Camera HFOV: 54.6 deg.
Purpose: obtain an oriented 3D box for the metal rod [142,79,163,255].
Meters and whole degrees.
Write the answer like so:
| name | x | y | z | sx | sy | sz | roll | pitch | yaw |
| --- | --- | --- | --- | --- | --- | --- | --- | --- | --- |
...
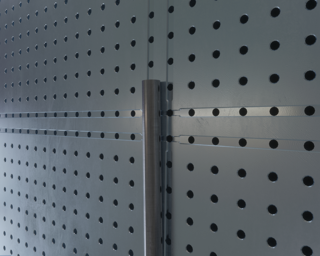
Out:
| name | x | y | z | sx | sy | sz | roll | pitch | yaw |
| --- | --- | --- | --- | --- | --- | --- | --- | --- | --- |
| metal rod | -0.010 | 0.085 | 0.418 | 0.025 | 0.025 | 0.298 | -1 | 89 | 40 |
